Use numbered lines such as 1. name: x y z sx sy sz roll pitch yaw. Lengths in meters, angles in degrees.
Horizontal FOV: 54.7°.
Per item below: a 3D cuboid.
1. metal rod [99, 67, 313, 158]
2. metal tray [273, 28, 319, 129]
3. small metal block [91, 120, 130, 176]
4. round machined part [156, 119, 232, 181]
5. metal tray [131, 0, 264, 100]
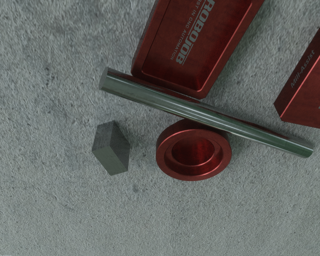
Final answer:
1. metal rod: 0.074 -0.010 0.375 0.302 0.025 0.025 17 128 -24
2. metal tray: 0.205 -0.058 0.358 0.091 0.030 0.129 11 129 -10
3. small metal block: -0.063 0.027 0.413 0.025 0.050 0.050 -18 128 14
4. round machined part: 0.044 0.025 0.417 0.099 0.042 0.097 0 131 0
5. metal tray: 0.033 -0.098 0.320 0.091 0.030 0.129 17 128 -15
